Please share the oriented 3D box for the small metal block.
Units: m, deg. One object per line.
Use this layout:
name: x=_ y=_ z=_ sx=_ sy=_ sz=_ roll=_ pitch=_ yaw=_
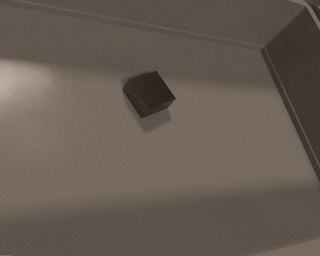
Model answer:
small metal block: x=-0.015 y=-0.047 z=0.428 sx=0.050 sy=0.025 sz=0.050 roll=-25 pitch=76 yaw=-37
